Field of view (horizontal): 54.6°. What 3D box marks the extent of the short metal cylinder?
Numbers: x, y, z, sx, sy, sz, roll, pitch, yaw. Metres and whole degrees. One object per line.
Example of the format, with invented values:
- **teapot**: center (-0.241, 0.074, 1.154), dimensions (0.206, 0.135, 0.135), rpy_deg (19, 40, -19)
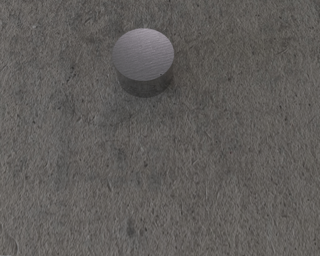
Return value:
- **short metal cylinder**: center (-0.022, -0.088, 0.427), dimensions (0.080, 0.050, 0.080), rpy_deg (0, 70, 0)
